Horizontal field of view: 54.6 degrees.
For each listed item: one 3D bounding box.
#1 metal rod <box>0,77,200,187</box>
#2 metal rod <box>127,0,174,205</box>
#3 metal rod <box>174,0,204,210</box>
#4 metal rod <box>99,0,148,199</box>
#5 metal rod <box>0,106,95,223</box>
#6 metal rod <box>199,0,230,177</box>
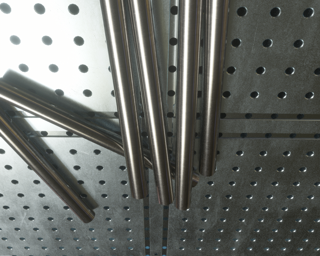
[{"bbox_3d":[-0.071,0.016,0.423,0.301,0.025,0.025,28,125,-22],"label":"metal rod"},{"bbox_3d":[-0.006,-0.017,0.376,0.025,0.025,0.298,-5,124,4],"label":"metal rod"},{"bbox_3d":[0.032,-0.008,0.385,0.025,0.025,0.298,-1,125,0],"label":"metal rod"},{"bbox_3d":[-0.039,-0.029,0.365,0.025,0.025,0.298,-3,124,2],"label":"metal rod"},{"bbox_3d":[-0.178,0.049,0.451,0.025,0.025,0.299,-16,129,13],"label":"metal rod"},{"bbox_3d":[0.062,-0.050,0.369,0.025,0.025,0.298,-3,130,2],"label":"metal rod"}]
